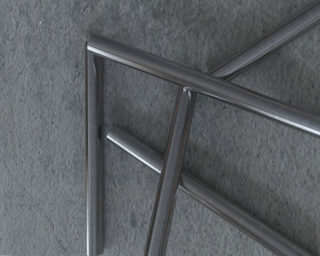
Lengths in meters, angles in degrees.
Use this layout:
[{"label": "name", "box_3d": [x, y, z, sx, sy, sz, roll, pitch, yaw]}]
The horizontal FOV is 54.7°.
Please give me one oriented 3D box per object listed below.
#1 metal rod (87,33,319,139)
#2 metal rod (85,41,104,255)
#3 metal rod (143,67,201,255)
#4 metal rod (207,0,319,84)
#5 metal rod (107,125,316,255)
[{"label": "metal rod", "box_3d": [0.055, -0.050, 0.363, 0.301, 0.025, 0.025, 22, 97, 8]}, {"label": "metal rod", "box_3d": [-0.093, 0.028, 0.440, 0.025, 0.025, 0.298, 0, 90, 19]}, {"label": "metal rod", "box_3d": [0.010, 0.071, 0.374, 0.025, 0.025, 0.299, 9, 81, 19]}, {"label": "metal rod", "box_3d": [0.184, -0.135, 0.344, 0.300, 0.025, 0.025, -32, 80, 16]}, {"label": "metal rod", "box_3d": [0.056, 0.083, 0.388, 0.300, 0.025, 0.025, 32, 100, 16]}]
